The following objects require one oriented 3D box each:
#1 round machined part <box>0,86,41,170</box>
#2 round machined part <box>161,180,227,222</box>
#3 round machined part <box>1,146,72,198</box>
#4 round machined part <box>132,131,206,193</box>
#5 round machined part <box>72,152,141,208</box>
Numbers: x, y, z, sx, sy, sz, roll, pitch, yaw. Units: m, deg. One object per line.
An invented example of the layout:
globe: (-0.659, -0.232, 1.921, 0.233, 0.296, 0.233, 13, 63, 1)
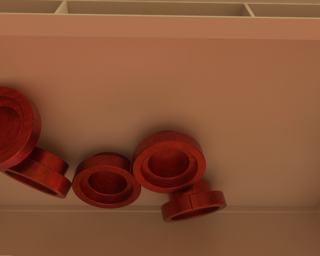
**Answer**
round machined part: (-0.190, 0.003, 0.373, 0.099, 0.098, 0.042, -5, 163, 4)
round machined part: (0.049, 0.111, 0.475, 0.099, 0.042, 0.098, -11, 156, -5)
round machined part: (-0.166, 0.057, 0.427, 0.098, 0.042, 0.098, 18, 155, 9)
round machined part: (0.012, 0.043, 0.431, 0.099, 0.042, 0.097, -2, 127, -3)
round machined part: (-0.076, 0.074, 0.460, 0.099, 0.042, 0.097, 0, 131, 0)
